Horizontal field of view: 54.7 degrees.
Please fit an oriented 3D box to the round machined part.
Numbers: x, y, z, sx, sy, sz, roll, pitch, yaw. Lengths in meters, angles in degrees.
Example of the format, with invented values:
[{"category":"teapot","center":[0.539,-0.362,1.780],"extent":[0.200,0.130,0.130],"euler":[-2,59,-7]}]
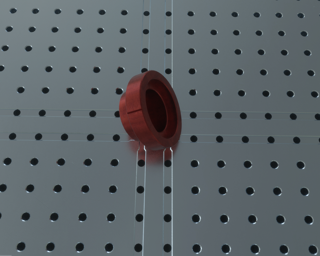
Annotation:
[{"category":"round machined part","center":[-0.014,-0.020,0.389],"extent":[0.042,0.098,0.098],"euler":[-14,67,28]}]
